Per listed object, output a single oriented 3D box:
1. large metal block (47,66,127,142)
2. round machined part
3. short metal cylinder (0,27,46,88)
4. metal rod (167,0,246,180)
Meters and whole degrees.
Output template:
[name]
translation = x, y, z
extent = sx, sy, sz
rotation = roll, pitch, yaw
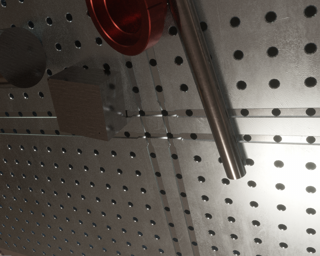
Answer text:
[large metal block]
translation = -0.097, -0.035, 0.422
extent = 0.080, 0.050, 0.079
rotation = 10, 123, 22
[round machined part]
translation = -0.031, -0.129, 0.322
extent = 0.098, 0.042, 0.097
rotation = 32, 143, 29
[short metal cylinder]
translation = -0.205, -0.094, 0.423
extent = 0.050, 0.080, 0.079
rotation = 3, 120, 26
[metal rod]
translation = 0.045, -0.071, 0.342
extent = 0.025, 0.025, 0.299
rotation = -9, 114, 32
